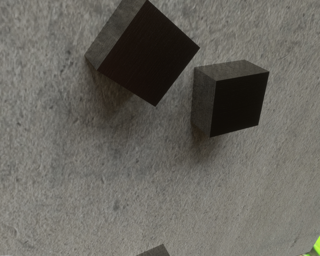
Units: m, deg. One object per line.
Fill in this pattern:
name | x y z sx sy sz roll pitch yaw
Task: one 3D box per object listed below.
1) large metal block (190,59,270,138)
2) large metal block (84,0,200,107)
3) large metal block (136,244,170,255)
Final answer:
large metal block | 0.091 -0.041 0.417 0.081 0.050 0.079 -13 124 -22
large metal block | -0.019 -0.082 0.331 0.080 0.050 0.080 30 101 -38
large metal block | -0.018 0.264 0.547 0.081 0.050 0.079 -17 125 -19
